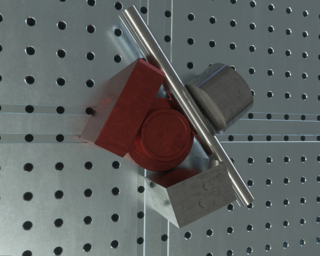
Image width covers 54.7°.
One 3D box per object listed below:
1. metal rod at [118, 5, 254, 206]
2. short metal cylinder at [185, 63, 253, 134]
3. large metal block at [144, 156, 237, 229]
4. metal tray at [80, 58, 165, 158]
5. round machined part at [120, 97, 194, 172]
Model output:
[{"bbox_3d":[0.041,-0.020,0.406,0.025,0.025,0.299,-37,102,-16],"label":"metal rod"},{"bbox_3d":[0.075,-0.039,0.411,0.050,0.080,0.080,-39,103,-16],"label":"short metal cylinder"},{"bbox_3d":[0.036,0.077,0.398,0.081,0.080,0.050,-20,97,-19],"label":"large metal block"},{"bbox_3d":[-0.047,-0.020,0.340,0.030,0.130,0.090,29,80,-18],"label":"metal tray"},{"bbox_3d":[0.001,0.009,0.405,0.099,0.042,0.097,0,90,-21],"label":"round machined part"}]
